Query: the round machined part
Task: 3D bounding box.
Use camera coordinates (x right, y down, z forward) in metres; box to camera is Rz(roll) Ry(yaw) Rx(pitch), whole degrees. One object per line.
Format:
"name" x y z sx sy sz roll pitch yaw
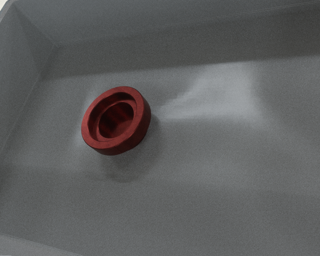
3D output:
"round machined part" -0.056 -0.006 0.429 0.098 0.042 0.098 -13 56 21
